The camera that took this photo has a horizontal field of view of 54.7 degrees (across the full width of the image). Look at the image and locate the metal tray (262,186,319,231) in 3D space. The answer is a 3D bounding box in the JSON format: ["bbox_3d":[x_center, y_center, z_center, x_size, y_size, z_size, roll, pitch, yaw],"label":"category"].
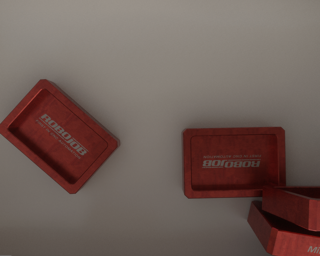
[{"bbox_3d":[0.199,0.089,0.358,0.131,0.090,0.030,3,88,-15],"label":"metal tray"}]

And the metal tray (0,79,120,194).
[{"bbox_3d":[-0.130,0.011,0.407,0.130,0.030,0.090,41,90,-1],"label":"metal tray"}]

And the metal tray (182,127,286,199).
[{"bbox_3d":[0.096,0.044,0.410,0.131,0.030,0.089,-1,90,-1],"label":"metal tray"}]

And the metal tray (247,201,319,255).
[{"bbox_3d":[0.184,0.129,0.380,0.131,0.090,0.030,10,97,-1],"label":"metal tray"}]
